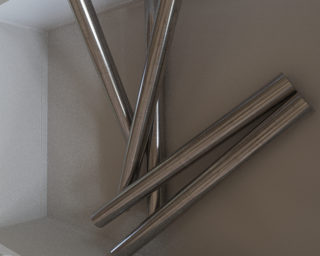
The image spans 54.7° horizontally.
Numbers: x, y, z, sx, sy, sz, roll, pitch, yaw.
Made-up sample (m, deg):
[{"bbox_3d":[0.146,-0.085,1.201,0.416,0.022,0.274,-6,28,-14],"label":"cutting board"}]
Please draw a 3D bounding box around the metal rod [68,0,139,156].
[{"bbox_3d":[-0.075,-0.096,0.376,0.025,0.025,0.298,2,121,40],"label":"metal rod"}]

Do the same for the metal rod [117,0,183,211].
[{"bbox_3d":[-0.019,-0.020,0.381,0.025,0.025,0.298,33,120,35],"label":"metal rod"}]

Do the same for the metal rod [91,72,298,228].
[{"bbox_3d":[0.021,0.040,0.365,0.299,0.025,0.025,-39,66,25],"label":"metal rod"}]

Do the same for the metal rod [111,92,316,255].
[{"bbox_3d":[0.042,0.072,0.353,0.299,0.025,0.025,-45,63,24],"label":"metal rod"}]

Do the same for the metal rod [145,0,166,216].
[{"bbox_3d":[-0.006,-0.025,0.412,0.025,0.025,0.298,-1,89,40],"label":"metal rod"}]
